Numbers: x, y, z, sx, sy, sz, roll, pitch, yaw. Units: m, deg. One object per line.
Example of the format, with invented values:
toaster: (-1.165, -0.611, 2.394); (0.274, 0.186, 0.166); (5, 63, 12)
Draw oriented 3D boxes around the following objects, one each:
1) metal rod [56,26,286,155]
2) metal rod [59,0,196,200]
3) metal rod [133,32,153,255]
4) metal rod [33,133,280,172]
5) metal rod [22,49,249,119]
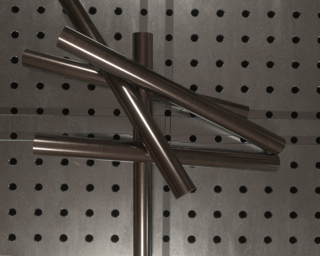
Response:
metal rod: (0.026, -0.038, 0.373); (0.302, 0.025, 0.025); (25, 90, -15)
metal rod: (-0.048, -0.052, 0.373); (0.025, 0.025, 0.299); (-32, 75, 0)
metal rod: (-0.022, 0.033, 0.396); (0.025, 0.025, 0.298); (0, 97, -1)
metal rod: (0.009, 0.032, 0.377); (0.302, 0.025, 0.025); (6, 90, -15)
metal rod: (-0.031, -0.055, 0.412); (0.302, 0.025, 0.025); (15, 90, -1)
